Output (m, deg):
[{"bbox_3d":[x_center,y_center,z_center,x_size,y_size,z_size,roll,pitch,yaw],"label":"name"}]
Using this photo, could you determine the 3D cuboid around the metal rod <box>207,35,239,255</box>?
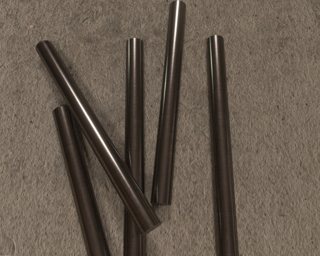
[{"bbox_3d":[0.080,0.011,0.404,0.025,0.025,0.299,1,70,0],"label":"metal rod"}]

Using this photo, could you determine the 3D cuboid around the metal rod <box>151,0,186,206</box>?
[{"bbox_3d":[0.014,-0.048,0.425,0.025,0.025,0.299,5,70,1],"label":"metal rod"}]

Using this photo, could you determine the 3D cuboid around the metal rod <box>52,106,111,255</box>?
[{"bbox_3d":[-0.082,0.110,0.366,0.025,0.025,0.299,-18,71,-7],"label":"metal rod"}]

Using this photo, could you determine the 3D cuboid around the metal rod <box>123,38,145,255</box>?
[{"bbox_3d":[-0.033,0.016,0.401,0.025,0.025,0.299,-1,70,-1],"label":"metal rod"}]

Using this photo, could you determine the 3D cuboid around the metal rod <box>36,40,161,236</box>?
[{"bbox_3d":[-0.088,-0.004,0.392,0.025,0.025,0.299,-30,67,-11],"label":"metal rod"}]
